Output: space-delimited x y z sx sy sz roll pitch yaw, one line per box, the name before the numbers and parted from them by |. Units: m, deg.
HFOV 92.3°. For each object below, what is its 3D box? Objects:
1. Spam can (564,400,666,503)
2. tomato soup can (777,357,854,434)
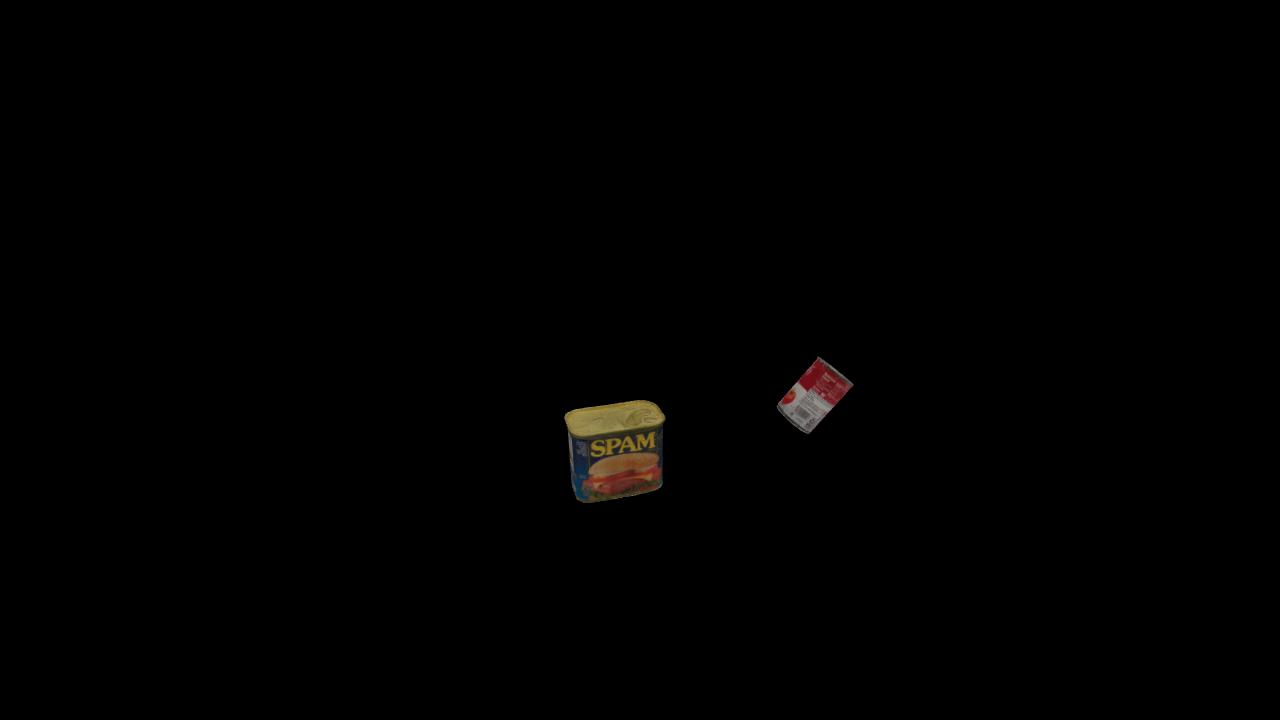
Spam can | -0.026 0.096 0.650 0.101 0.085 0.058 -7 25 -14
tomato soup can | 0.267 0.055 0.943 0.068 0.101 0.068 35 13 -10
